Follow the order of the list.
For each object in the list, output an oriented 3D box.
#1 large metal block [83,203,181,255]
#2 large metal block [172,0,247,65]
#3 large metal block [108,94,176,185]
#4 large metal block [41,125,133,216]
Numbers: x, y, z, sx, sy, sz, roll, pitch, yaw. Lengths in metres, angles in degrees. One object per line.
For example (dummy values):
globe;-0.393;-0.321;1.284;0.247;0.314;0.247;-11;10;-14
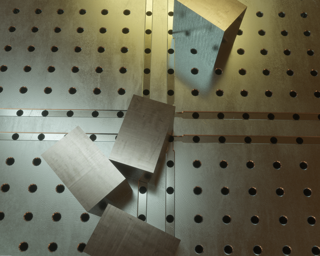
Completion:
large metal block;-0.027;0.127;0.336;0.080;0.080;0.050;24;72;8
large metal block;0.065;-0.149;0.437;0.080;0.080;0.050;38;75;12
large metal block;-0.018;0.018;0.376;0.050;0.080;0.080;17;71;6
large metal block;-0.081;0.054;0.363;0.050;0.080;0.080;-41;75;-13
